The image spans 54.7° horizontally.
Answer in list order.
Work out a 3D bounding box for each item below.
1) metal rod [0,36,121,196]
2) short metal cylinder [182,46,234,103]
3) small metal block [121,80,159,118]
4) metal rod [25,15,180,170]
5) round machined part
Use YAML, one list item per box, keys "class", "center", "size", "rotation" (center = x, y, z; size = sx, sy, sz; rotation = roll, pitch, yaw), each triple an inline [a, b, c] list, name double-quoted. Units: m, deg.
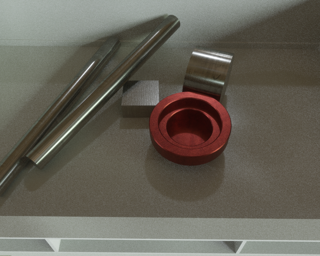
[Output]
- class: "metal rod"
  center: [-0.133, -0.038, 0.434]
  size: [0.025, 0.025, 0.301]
  rotation: [17, 52, 13]
- class: "short metal cylinder"
  center: [0.067, -0.069, 0.428]
  size: [0.050, 0.080, 0.080]
  rotation: [16, 52, 13]
- class: "small metal block"
  center: [-0.027, -0.041, 0.440]
  size: [0.050, 0.025, 0.050]
  rotation: [0, 50, -1]
- class: "metal rod"
  center: [-0.063, -0.064, 0.428]
  size: [0.025, 0.025, 0.301]
  rotation: [28, 62, 21]
- class: "round machined part"
  center: [0.037, 0.005, 0.387]
  size: [0.099, 0.042, 0.098]
  rotation: [0, 55, 1]
